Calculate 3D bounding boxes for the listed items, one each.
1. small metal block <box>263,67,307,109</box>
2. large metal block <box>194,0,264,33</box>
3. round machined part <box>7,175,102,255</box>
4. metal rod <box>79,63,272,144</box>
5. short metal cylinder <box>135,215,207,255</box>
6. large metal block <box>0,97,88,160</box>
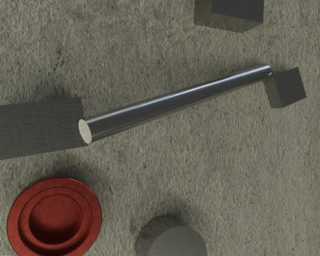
[{"bbox_3d":[0.194,-0.062,0.483,0.050,0.025,0.050,-22,98,-19],"label":"small metal block"},{"bbox_3d":[0.096,-0.185,0.433,0.081,0.050,0.079,3,89,-20],"label":"large metal block"},{"bbox_3d":[-0.119,0.102,0.356,0.099,0.042,0.097,0,90,-21],"label":"round machined part"},{"bbox_3d":[0.043,-0.041,0.383,0.302,0.025,0.025,-21,98,-35],"label":"metal rod"},{"bbox_3d":[0.013,0.160,0.402,0.081,0.050,0.079,0,90,-21],"label":"short metal cylinder"},{"bbox_3d":[-0.127,-0.001,0.333,0.081,0.080,0.050,-9,93,-20],"label":"large metal block"}]
